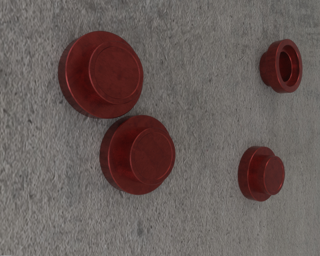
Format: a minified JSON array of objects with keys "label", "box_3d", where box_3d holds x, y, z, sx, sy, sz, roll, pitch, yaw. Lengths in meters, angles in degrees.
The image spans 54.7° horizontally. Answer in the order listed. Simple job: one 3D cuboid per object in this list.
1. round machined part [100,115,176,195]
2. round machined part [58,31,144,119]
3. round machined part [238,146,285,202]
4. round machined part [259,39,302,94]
[{"label":"round machined part","box_3d":[-0.020,0.033,0.377,0.099,0.042,0.097,0,90,-40]},{"label":"round machined part","box_3d":[-0.057,-0.059,0.345,0.099,0.042,0.097,0,90,-40]},{"label":"round machined part","box_3d":[0.185,0.082,0.549,0.099,0.042,0.097,0,90,-40]},{"label":"round machined part","box_3d":[0.223,-0.113,0.580,0.099,0.042,0.097,0,90,-40]}]
